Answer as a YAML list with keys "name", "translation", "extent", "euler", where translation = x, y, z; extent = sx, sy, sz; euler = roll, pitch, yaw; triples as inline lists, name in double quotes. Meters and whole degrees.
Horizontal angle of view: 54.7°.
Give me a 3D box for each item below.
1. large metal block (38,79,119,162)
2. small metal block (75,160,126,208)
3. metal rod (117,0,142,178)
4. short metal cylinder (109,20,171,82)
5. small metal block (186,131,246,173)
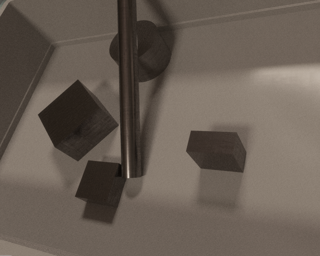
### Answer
- name: "large metal block"
  translation: [-0.122, -0.012, 0.459]
  extent: [0.080, 0.050, 0.080]
  euler: [-42, 51, -1]
- name: "small metal block"
  translation: [-0.074, 0.071, 0.399]
  extent: [0.050, 0.025, 0.050]
  euler: [2, 62, 28]
- name: "metal rod"
  translation: [-0.041, -0.087, 0.400]
  extent: [0.025, 0.025, 0.298]
  euler: [-4, 85, 26]
- name: "short metal cylinder"
  translation: [-0.030, -0.117, 0.476]
  extent: [0.080, 0.050, 0.080]
  euler: [-13, 56, 20]
- name: "small metal block"
  translation: [0.063, 0.026, 0.340]
  extent: [0.050, 0.050, 0.025]
  euler: [2, 63, 29]
